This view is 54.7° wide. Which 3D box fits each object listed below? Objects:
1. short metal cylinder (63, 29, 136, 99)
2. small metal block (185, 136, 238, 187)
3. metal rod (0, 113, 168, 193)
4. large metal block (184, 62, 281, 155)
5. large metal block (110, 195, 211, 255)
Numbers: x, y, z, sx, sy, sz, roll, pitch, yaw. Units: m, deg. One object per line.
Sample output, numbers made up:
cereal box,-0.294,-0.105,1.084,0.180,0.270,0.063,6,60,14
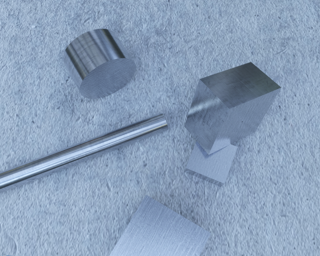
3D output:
short metal cylinder,-0.079,-0.083,0.409,0.080,0.080,0.050,-29,73,-10
small metal block,0.064,0.040,0.394,0.050,0.025,0.050,22,71,7
metal rod,-0.134,0.044,0.391,0.302,0.025,0.025,-21,72,-8
large metal block,0.084,-0.024,0.372,0.081,0.079,0.050,-22,57,-27
large metal block,-0.001,0.133,0.346,0.080,0.050,0.080,29,72,10
